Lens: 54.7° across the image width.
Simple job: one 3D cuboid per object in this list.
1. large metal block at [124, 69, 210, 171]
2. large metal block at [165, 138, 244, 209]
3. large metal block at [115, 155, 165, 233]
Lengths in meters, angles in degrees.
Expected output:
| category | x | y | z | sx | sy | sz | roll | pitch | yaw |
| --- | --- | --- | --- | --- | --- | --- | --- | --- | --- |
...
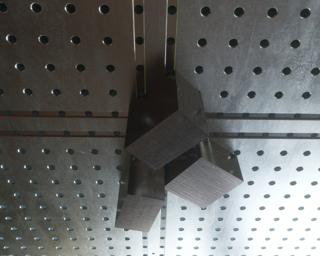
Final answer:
| category | x | y | z | sx | sy | sz | roll | pitch | yaw |
| --- | --- | --- | --- | --- | --- | --- | --- | --- | --- |
| large metal block | 0.006 | -0.010 | 0.368 | 0.080 | 0.080 | 0.050 | -36 | 122 | 26 |
| large metal block | 0.060 | 0.063 | 0.450 | 0.080 | 0.050 | 0.080 | 31 | 123 | -24 |
| large metal block | -0.029 | 0.093 | 0.454 | 0.050 | 0.080 | 0.079 | 13 | 129 | -11 |
